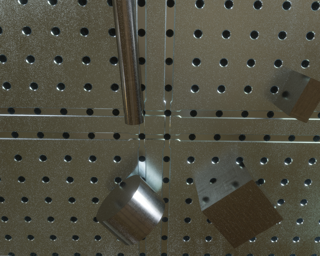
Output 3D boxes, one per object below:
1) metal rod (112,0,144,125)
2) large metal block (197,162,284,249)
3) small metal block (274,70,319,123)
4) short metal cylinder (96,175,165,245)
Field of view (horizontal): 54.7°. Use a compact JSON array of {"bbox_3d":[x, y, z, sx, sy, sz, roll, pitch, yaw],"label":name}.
[{"bbox_3d":[-0.043,-0.147,0.358,0.025,0.025,0.298,-3,110,1],"label":"metal rod"},{"bbox_3d":[0.112,0.110,0.442,0.080,0.050,0.080,-36,107,12],"label":"large metal block"},{"bbox_3d":[0.175,-0.040,0.388,0.025,0.050,0.050,21,109,-8],"label":"small metal block"},{"bbox_3d":[-0.040,0.111,0.425,0.080,0.080,0.050,-38,106,12],"label":"short metal cylinder"}]
